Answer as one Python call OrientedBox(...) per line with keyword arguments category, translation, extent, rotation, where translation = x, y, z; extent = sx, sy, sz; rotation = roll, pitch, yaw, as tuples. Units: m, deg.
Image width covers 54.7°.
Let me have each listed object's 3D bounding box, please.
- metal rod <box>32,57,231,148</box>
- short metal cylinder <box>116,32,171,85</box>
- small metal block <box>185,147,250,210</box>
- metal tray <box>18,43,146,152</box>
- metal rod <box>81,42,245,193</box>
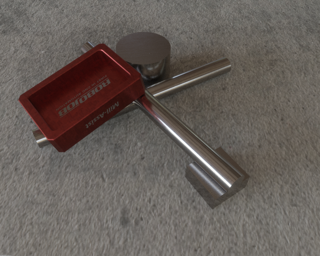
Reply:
OrientedBox(category="metal rod", translation=(-0.026, -0.043, 0.441), extent=(0.302, 0.025, 0.025), rotation=(-24, 54, -19))
OrientedBox(category="short metal cylinder", translation=(-0.024, -0.103, 0.474), extent=(0.081, 0.050, 0.080), rotation=(0, 50, 0))
OrientedBox(category="small metal block", translation=(0.065, 0.057, 0.358), extent=(0.050, 0.025, 0.050), rotation=(-27, 55, -21))
OrientedBox(category="metal tray", translation=(-0.096, -0.042, 0.385), extent=(0.131, 0.030, 0.090), rotation=(-38, 59, -14))
OrientedBox(category="metal rod", translation=(-0.015, -0.031, 0.398), extent=(0.025, 0.025, 0.300), rotation=(-32, 57, -24))
